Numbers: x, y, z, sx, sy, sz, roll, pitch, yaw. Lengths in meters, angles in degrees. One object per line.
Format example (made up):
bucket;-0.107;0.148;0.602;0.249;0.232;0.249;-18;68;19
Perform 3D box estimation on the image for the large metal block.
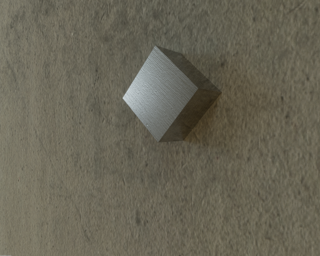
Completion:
large metal block;0.012;-0.040;0.377;0.080;0.050;0.080;50;119;28
